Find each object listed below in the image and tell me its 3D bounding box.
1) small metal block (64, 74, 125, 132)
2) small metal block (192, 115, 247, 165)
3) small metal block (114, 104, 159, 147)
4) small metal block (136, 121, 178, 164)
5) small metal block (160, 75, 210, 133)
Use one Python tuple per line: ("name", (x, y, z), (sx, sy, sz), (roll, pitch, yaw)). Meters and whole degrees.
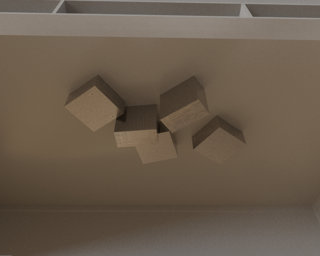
("small metal block", (-0.079, -0.030, 0.383), (0.050, 0.025, 0.050), (-29, 125, 22))
("small metal block", (0.080, 0.017, 0.425), (0.050, 0.025, 0.050), (30, 124, -24))
("small metal block", (-0.028, -0.004, 0.389), (0.050, 0.050, 0.025), (-4, 130, 3))
("small metal block", (-0.006, 0.019, 0.426), (0.050, 0.025, 0.050), (-12, 129, 9))
("small metal block", (0.028, -0.029, 0.369), (0.050, 0.050, 0.025), (-28, 125, 21))
